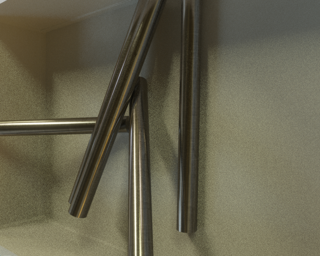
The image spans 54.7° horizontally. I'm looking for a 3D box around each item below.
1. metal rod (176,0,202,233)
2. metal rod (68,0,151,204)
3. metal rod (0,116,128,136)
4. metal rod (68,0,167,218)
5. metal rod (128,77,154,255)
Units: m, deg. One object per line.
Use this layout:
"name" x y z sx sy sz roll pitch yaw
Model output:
"metal rod" 0.036 -0.025 0.375 0.025 0.025 0.298 2 91 39
"metal rod" -0.065 -0.035 0.423 0.025 0.025 0.298 22 94 37
"metal rod" -0.192 -0.001 0.477 0.301 0.025 0.025 -2 89 12
"metal rod" -0.056 -0.027 0.400 0.025 0.025 0.298 23 93 37
"metal rod" -0.023 0.059 0.346 0.025 0.025 0.300 -32 46 35
